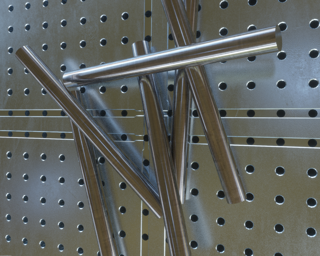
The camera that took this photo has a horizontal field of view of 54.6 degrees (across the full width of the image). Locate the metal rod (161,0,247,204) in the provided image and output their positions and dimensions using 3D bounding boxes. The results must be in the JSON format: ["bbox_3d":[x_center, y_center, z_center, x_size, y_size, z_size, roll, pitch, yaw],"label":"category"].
[{"bbox_3d":[0.047,-0.054,0.376,0.025,0.025,0.299,-18,92,19],"label":"metal rod"}]

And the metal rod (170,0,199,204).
[{"bbox_3d":[0.030,-0.053,0.402,0.025,0.025,0.298,4,91,20],"label":"metal rod"}]

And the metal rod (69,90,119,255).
[{"bbox_3d":[-0.093,0.093,0.446,0.025,0.025,0.299,-16,85,19],"label":"metal rod"}]

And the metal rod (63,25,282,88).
[{"bbox_3d":[-0.011,-0.078,0.377,0.300,0.025,0.025,-3,89,35],"label":"metal rod"}]

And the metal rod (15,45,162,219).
[{"bbox_3d":[-0.094,0.002,0.426,0.025,0.025,0.300,-44,84,15],"label":"metal rod"}]

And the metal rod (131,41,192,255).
[{"bbox_3d":[0.001,0.030,0.390,0.025,0.025,0.299,-16,77,19],"label":"metal rod"}]
